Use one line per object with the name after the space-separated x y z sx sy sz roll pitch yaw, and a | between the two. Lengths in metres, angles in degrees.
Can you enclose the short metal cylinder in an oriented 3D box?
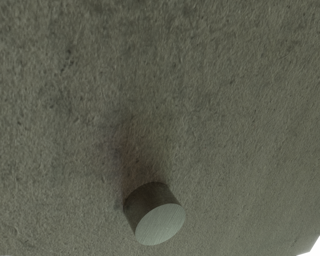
-0.009 0.129 0.467 0.081 0.050 0.079 -14 125 -21 | short metal cylinder
